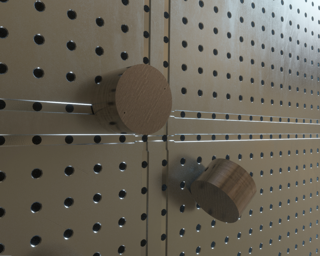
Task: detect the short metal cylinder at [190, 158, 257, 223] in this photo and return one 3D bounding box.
[{"bbox_3d":[0.092,0.091,0.454,0.050,0.080,0.080,-42,116,-32],"label":"short metal cylinder"}]

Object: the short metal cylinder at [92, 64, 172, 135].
[{"bbox_3d":[-0.032,-0.032,0.368,0.081,0.050,0.079,0,90,-41],"label":"short metal cylinder"}]
